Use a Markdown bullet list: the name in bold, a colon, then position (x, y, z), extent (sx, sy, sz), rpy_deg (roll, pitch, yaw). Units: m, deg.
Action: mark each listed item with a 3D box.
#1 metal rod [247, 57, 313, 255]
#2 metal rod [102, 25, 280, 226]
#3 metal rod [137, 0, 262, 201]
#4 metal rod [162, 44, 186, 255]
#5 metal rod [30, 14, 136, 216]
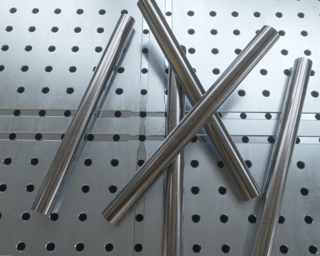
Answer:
- **metal rod**: position (0.157, 0.037, 0.399), extent (0.025, 0.025, 0.300), rpy_deg (19, 71, 6)
- **metal rod**: position (0.038, -0.004, 0.376), extent (0.025, 0.025, 0.300), rpy_deg (41, 88, 13)
- **metal rod**: position (0.047, -0.046, 0.407), extent (0.025, 0.025, 0.299), rpy_deg (-26, 80, -9)
- **metal rod**: position (0.020, 0.025, 0.402), extent (0.025, 0.025, 0.299), rpy_deg (2, 70, 0)
- **metal rod**: position (-0.096, -0.032, 0.422), extent (0.025, 0.025, 0.299), rpy_deg (18, 71, 6)
